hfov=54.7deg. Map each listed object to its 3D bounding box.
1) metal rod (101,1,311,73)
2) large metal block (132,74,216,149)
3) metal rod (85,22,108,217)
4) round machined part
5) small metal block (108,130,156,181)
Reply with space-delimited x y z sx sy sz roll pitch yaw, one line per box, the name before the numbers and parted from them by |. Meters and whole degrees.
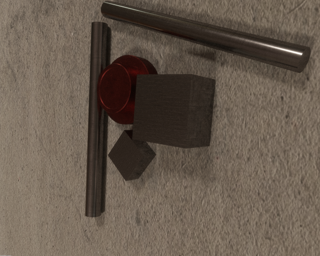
metal rod | 0.029 -0.121 0.379 0.300 0.025 0.025 28 108 36
large metal block | 0.016 -0.022 0.374 0.080 0.050 0.079 8 95 39
metal rod | -0.099 -0.012 0.484 0.025 0.025 0.298 4 92 39
round machined part | -0.050 -0.054 0.433 0.098 0.042 0.097 0 90 39
small metal block | -0.040 0.038 0.436 0.050 0.025 0.050 50 119 28
